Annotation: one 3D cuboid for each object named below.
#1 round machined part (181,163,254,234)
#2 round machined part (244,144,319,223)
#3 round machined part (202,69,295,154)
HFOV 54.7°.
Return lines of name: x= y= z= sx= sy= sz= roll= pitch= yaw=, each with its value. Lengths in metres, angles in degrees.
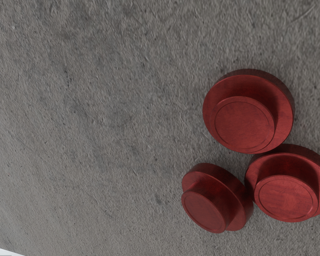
round machined part: x=0.067 y=0.097 z=0.403 sx=0.098 sy=0.042 sz=0.097 roll=30 pitch=140 yaw=28
round machined part: x=0.148 y=0.071 z=0.361 sx=0.098 sy=0.042 sz=0.097 roll=13 pitch=124 yaw=21
round machined part: x=0.093 y=-0.012 z=0.339 sx=0.098 sy=0.042 sz=0.097 roll=13 pitch=124 yaw=21
